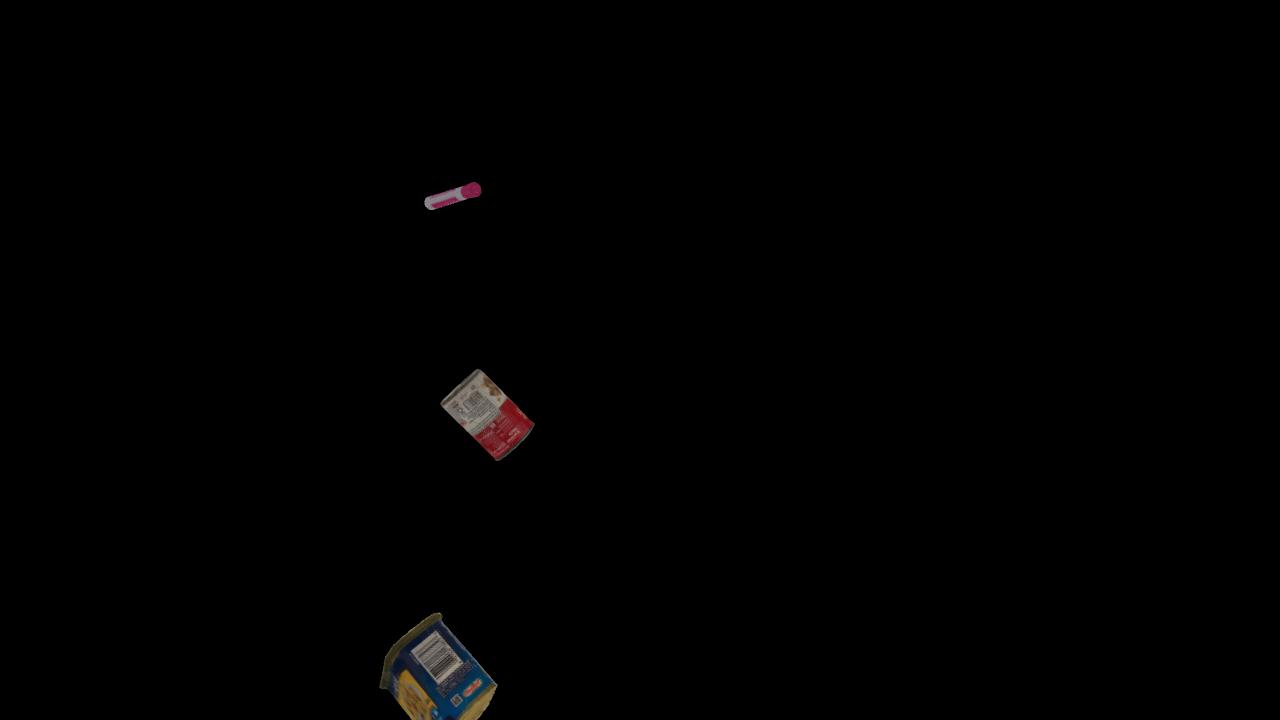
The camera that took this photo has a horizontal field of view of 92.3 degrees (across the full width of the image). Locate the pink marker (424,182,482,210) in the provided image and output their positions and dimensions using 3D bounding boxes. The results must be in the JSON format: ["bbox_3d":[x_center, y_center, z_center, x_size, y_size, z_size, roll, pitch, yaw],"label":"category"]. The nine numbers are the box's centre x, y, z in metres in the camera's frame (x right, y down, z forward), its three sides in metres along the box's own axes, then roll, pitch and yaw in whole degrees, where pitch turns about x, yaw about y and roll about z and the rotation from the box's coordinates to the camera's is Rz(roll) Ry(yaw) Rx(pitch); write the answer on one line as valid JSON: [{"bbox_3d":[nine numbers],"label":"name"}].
[{"bbox_3d":[-0.251,-0.219,0.824,0.121,0.020,0.020,2,1,43],"label":"pink marker"}]

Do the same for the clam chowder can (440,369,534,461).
[{"bbox_3d":[-0.194,0.069,0.782,0.068,0.102,0.068,-40,13,11],"label":"clam chowder can"}]

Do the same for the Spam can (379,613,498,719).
[{"bbox_3d":[-0.180,0.291,0.550,0.085,0.101,0.058,40,43,17],"label":"Spam can"}]
